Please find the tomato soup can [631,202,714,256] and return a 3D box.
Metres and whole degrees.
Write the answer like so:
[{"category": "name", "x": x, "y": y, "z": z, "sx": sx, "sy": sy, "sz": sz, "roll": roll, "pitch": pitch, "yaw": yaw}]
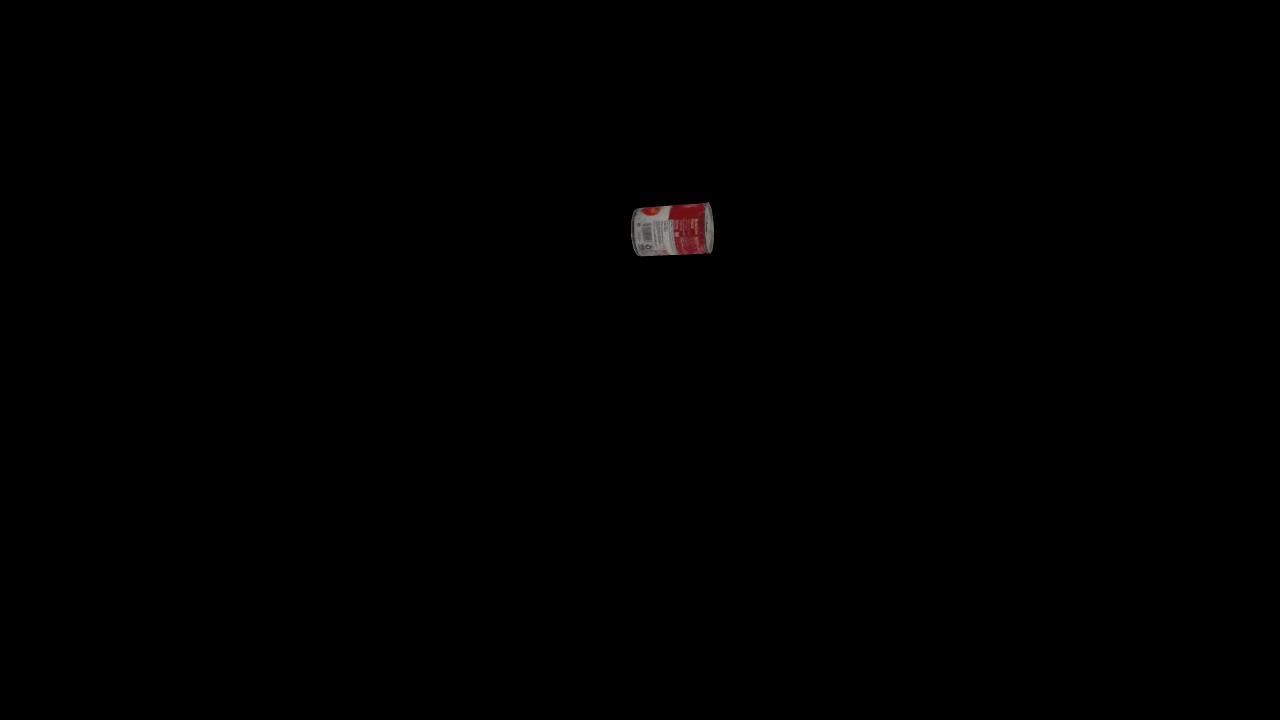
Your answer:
[{"category": "tomato soup can", "x": 0.045, "y": -0.175, "z": 0.834, "sx": 0.101, "sy": 0.068, "sz": 0.068, "roll": 0, "pitch": 0, "yaw": 17}]
